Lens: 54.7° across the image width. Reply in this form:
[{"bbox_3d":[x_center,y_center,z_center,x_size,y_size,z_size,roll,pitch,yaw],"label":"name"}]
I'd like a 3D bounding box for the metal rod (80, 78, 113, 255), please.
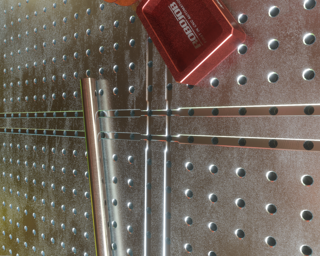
[{"bbox_3d":[-0.101,0.069,0.492,0.025,0.025,0.298,-11,83,39],"label":"metal rod"}]

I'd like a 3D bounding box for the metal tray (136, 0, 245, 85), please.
[{"bbox_3d":[0.031,-0.129,0.380,0.090,0.030,0.130,-41,65,32],"label":"metal tray"}]

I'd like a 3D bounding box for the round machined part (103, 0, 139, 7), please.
[{"bbox_3d":[-0.065,-0.211,0.418,0.098,0.042,0.098,34,152,21],"label":"round machined part"}]
